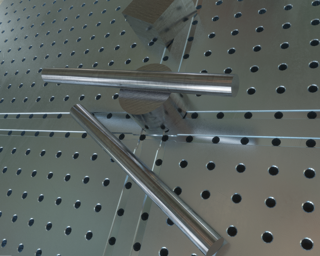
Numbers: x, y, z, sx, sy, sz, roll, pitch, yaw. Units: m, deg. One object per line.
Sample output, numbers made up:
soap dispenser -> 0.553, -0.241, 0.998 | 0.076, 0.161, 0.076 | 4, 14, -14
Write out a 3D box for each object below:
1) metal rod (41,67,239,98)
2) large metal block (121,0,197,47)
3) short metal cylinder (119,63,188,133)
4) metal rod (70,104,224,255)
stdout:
metal rod -> -0.047, -0.064, 0.406 | 0.300, 0.025, 0.025 | 9, 66, 31
large metal block -> -0.001, -0.190, 0.508 | 0.080, 0.050, 0.080 | 34, 81, 38
short metal cylinder -> -0.008, -0.040, 0.420 | 0.080, 0.050, 0.080 | -13, 57, 20
metal rod -> -0.038, 0.046, 0.398 | 0.025, 0.025, 0.300 | -48, 52, -5
